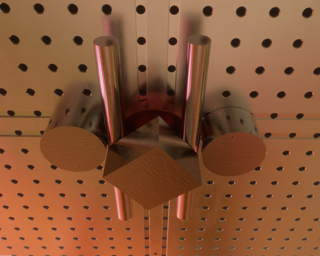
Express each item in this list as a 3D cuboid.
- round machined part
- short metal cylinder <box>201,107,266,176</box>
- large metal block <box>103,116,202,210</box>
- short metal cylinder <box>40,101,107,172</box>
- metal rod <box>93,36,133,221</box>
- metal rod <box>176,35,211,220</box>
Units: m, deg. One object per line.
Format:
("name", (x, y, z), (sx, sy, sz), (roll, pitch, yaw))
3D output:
("round machined part", (-0.008, 0.014, 0.413), (0.099, 0.042, 0.097), (0, 130, 0))
("short metal cylinder", (0.094, 0.019, 0.411), (0.081, 0.050, 0.079), (0, 130, 0))
("large metal block", (-0.008, 0.045, 0.371), (0.080, 0.050, 0.080), (-31, 124, 23))
("short metal cylinder", (-0.108, 0.012, 0.404), (0.081, 0.050, 0.079), (0, 130, 0))
("metal rod", (-0.055, 0.027, 0.406), (0.025, 0.025, 0.298), (0, 130, 0))
("metal rod", (0.039, 0.025, 0.406), (0.025, 0.025, 0.298), (0, 130, 0))
